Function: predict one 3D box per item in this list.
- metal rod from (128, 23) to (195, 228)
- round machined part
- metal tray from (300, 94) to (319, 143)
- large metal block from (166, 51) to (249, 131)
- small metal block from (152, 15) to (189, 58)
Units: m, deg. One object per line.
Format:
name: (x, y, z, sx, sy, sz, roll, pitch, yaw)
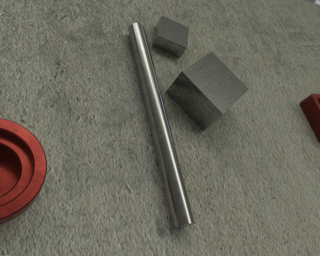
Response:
metal rod: (-0.004, -0.021, 0.413, 0.025, 0.025, 0.299, 1, 61, -28)
round machined part: (-0.158, 0.042, 0.282, 0.099, 0.042, 0.098, 14, 56, -21)
metal tray: (0.339, -0.019, 0.594, 0.131, 0.030, 0.090, -2, 63, -29)
large metal block: (0.071, -0.056, 0.460, 0.080, 0.050, 0.080, 47, 51, 5)
small metal block: (0.018, -0.148, 0.504, 0.050, 0.025, 0.050, 19, 54, -17)
